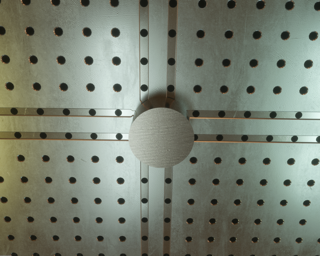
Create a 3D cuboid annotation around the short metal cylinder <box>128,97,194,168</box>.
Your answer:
[{"bbox_3d":[0.002,0.005,0.402,0.080,0.050,0.079,0,110,0],"label":"short metal cylinder"}]
